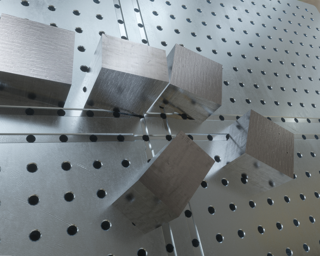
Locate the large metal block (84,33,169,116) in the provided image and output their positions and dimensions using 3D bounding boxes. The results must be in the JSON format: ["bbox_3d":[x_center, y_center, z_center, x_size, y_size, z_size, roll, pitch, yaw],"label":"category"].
[{"bbox_3d":[-0.044,-0.062,0.388,0.081,0.080,0.050,9,58,-24],"label":"large metal block"}]

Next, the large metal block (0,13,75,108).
[{"bbox_3d":[-0.147,-0.076,0.360,0.081,0.050,0.080,9,58,-24],"label":"large metal block"}]

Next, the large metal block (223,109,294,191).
[{"bbox_3d":[0.146,0.032,0.453,0.080,0.050,0.080,28,52,-11],"label":"large metal block"}]

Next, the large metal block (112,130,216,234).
[{"bbox_3d":[0.003,0.060,0.339,0.050,0.080,0.080,43,51,0],"label":"large metal block"}]

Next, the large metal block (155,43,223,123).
[{"bbox_3d":[0.044,-0.066,0.457,0.080,0.050,0.080,21,54,-17],"label":"large metal block"}]
